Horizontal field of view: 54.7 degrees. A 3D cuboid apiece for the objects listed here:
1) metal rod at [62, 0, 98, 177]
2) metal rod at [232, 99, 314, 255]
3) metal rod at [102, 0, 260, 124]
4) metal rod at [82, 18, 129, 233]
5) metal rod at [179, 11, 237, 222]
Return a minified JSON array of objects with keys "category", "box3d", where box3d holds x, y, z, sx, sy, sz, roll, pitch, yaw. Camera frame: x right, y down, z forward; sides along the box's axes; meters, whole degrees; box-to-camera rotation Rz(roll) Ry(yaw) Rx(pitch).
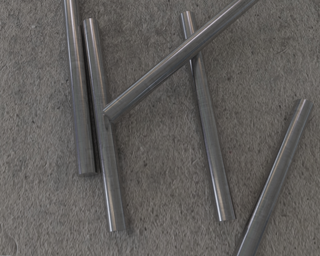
[{"category":"metal rod","box3d":[-0.116,-0.080,0.436,0.025,0.025,0.299,-9,70,-4]},{"category":"metal rod","box3d":[0.127,0.093,0.374,0.025,0.025,0.300,26,72,9]},{"category":"metal rod","box3d":[0.044,-0.112,0.421,0.301,0.025,0.025,-42,75,-12]},{"category":"metal rod","box3d":[-0.076,-0.018,0.413,0.025,0.025,0.299,-10,70,-4]},{"category":"metal rod","box3d":[0.060,-0.029,0.419,0.025,0.025,0.299,-7,70,-3]}]
